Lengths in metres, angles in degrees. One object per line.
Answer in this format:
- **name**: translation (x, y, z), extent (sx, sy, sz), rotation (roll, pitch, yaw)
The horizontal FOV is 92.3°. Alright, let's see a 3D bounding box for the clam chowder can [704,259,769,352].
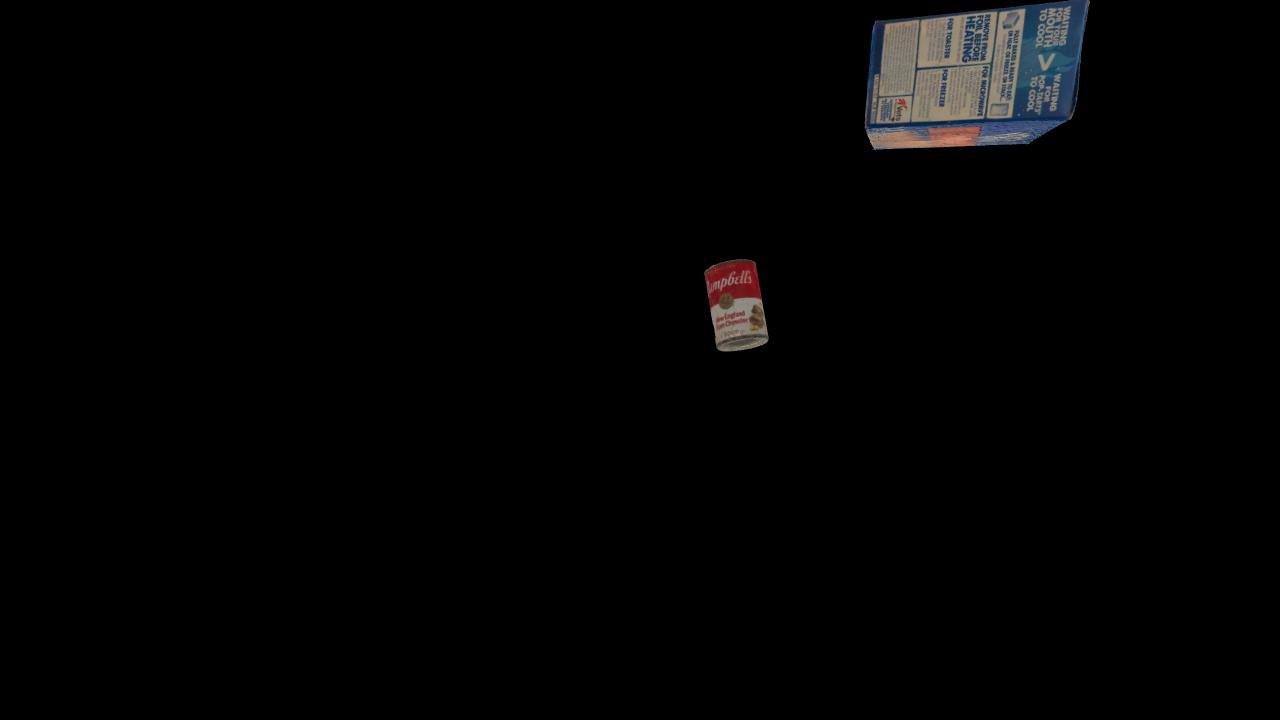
- **clam chowder can**: translation (0.122, -0.068, 0.779), extent (0.068, 0.102, 0.068), rotation (-7, -11, -2)

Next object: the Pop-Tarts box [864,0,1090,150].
- **Pop-Tarts box**: translation (0.272, -0.230, 0.523), extent (0.141, 0.083, 0.167), rotation (5, 14, 22)
